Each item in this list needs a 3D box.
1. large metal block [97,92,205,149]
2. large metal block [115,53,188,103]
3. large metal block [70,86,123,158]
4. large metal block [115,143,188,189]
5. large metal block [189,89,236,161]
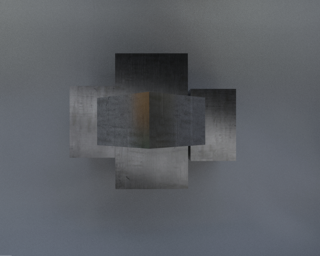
[{"bbox_3d":[-0.009,-0.007,0.326,0.081,0.080,0.050,0,90,-45],"label":"large metal block"},{"bbox_3d":[-0.009,-0.058,0.382,0.081,0.080,0.050,0,90,0],"label":"large metal block"},{"bbox_3d":[-0.075,-0.007,0.383,0.050,0.080,0.080,0,90,0],"label":"large metal block"},{"bbox_3d":[-0.009,0.043,0.383,0.081,0.080,0.050,0,90,0],"label":"large metal block"},{"bbox_3d":[0.058,-0.004,0.381,0.050,0.080,0.080,0,90,-1],"label":"large metal block"}]
